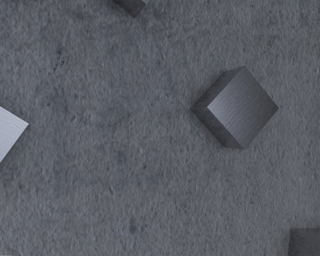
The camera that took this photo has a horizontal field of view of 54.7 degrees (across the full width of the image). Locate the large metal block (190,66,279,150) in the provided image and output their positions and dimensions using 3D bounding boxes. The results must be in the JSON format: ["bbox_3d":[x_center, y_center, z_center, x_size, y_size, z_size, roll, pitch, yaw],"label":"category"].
[{"bbox_3d":[0.104,-0.027,0.436,0.080,0.050,0.080,46,75,-15],"label":"large metal block"}]

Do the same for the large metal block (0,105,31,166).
[{"bbox_3d":[-0.196,0.007,0.323,0.080,0.050,0.080,35,78,-17],"label":"large metal block"}]

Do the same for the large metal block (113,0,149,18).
[{"bbox_3d":[-0.036,-0.201,0.383,0.080,0.050,0.080,34,79,-17],"label":"large metal block"}]

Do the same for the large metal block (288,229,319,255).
[{"bbox_3d":[0.261,0.193,0.479,0.081,0.080,0.050,6,88,-20],"label":"large metal block"}]
